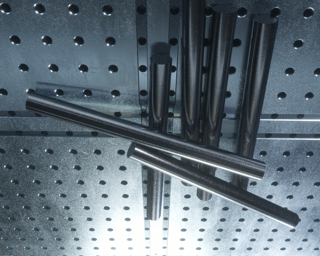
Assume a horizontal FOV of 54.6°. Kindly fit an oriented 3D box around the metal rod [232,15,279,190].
[{"bbox_3d":[0.118,0.002,0.413,0.025,0.025,0.298,-3,130,2],"label":"metal rod"}]

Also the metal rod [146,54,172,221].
[{"bbox_3d":[-0.005,0.037,0.442,0.025,0.025,0.298,2,130,-2],"label":"metal rod"}]

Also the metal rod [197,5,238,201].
[{"bbox_3d":[0.069,-0.006,0.406,0.025,0.025,0.298,-1,130,1],"label":"metal rod"}]

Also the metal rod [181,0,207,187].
[{"bbox_3d":[0.039,-0.033,0.383,0.025,0.025,0.298,-2,130,1],"label":"metal rod"}]

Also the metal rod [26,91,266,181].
[{"bbox_3d":[-0.016,0.011,0.388,0.301,0.025,0.025,17,129,-2],"label":"metal rod"}]

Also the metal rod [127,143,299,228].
[{"bbox_3d":[0.090,0.089,0.452,0.301,0.025,0.025,26,125,-21],"label":"metal rod"}]
